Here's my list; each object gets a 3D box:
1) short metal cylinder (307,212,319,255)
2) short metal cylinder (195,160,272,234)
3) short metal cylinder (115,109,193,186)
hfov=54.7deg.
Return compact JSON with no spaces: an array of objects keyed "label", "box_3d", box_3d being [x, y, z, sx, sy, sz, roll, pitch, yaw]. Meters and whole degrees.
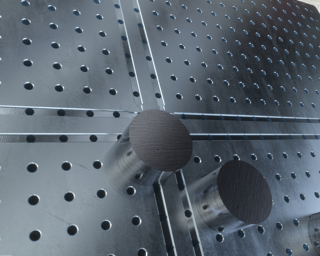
[{"label":"short metal cylinder","box_3d":[0.261,0.154,0.442,0.081,0.050,0.080,14,56,-21]},{"label":"short metal cylinder","box_3d":[0.092,0.087,0.391,0.081,0.050,0.080,14,55,-21]},{"label":"short metal cylinder","box_3d":[-0.008,0.024,0.374,0.081,0.050,0.080,14,56,-21]}]
